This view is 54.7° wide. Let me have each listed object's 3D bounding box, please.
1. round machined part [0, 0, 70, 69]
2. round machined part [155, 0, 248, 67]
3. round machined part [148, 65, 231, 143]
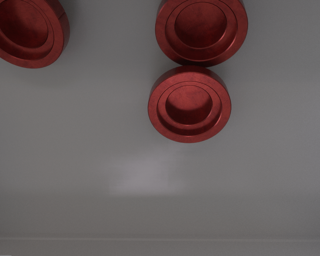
[{"bbox_3d":[-0.149,-0.119,0.345,0.099,0.042,0.097,4,132,4],"label":"round machined part"},{"bbox_3d":[0.045,-0.119,0.345,0.099,0.042,0.097,2,138,2],"label":"round machined part"},{"bbox_3d":[0.036,-0.032,0.383,0.099,0.042,0.097,1,124,2],"label":"round machined part"}]
